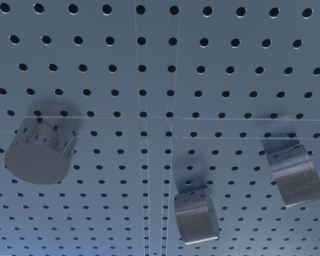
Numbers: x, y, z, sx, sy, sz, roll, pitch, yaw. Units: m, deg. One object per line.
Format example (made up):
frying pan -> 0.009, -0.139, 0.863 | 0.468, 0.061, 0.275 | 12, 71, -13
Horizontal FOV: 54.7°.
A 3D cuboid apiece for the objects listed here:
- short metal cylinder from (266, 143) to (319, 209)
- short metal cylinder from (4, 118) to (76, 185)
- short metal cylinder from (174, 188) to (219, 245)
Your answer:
short metal cylinder -> 0.188, 0.067, 0.434 | 0.050, 0.080, 0.080 | -22, 127, 17
short metal cylinder -> -0.160, 0.032, 0.421 | 0.081, 0.050, 0.079 | 0, 130, 0
short metal cylinder -> 0.060, 0.140, 0.496 | 0.050, 0.080, 0.080 | -16, 128, 13
